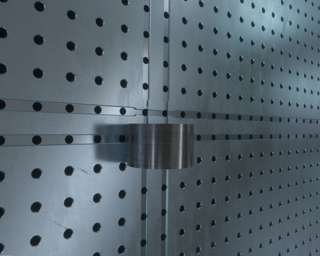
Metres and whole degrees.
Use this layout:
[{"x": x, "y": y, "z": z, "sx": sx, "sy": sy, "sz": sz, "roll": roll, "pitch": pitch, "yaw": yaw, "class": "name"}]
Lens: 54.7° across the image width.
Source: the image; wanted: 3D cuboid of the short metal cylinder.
[{"x": 0.001, "y": 0.020, "z": 0.376, "sx": 0.081, "sy": 0.080, "sz": 0.050, "roll": 1, "pitch": 90, "yaw": -40, "class": "short metal cylinder"}]
